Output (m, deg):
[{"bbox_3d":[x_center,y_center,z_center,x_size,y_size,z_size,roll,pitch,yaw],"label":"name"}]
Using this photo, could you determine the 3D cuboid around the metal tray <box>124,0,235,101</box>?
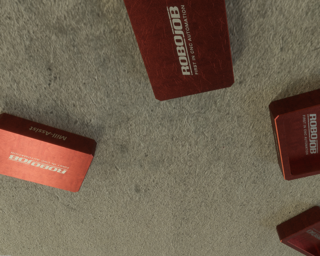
[{"bbox_3d":[0.024,-0.095,0.323,0.090,0.030,0.129,-11,130,9],"label":"metal tray"}]

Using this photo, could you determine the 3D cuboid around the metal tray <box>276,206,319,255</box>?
[{"bbox_3d":[0.295,0.201,0.577,0.131,0.030,0.090,32,123,-25],"label":"metal tray"}]

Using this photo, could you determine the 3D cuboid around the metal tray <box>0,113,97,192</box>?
[{"bbox_3d":[-0.166,0.039,0.435,0.131,0.030,0.089,18,128,-15],"label":"metal tray"}]

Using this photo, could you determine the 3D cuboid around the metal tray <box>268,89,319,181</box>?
[{"bbox_3d":[0.203,0.011,0.415,0.090,0.030,0.130,-16,129,13],"label":"metal tray"}]
